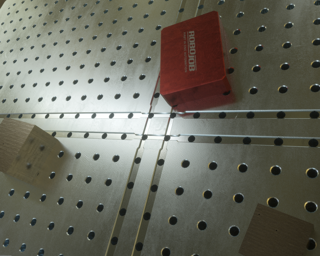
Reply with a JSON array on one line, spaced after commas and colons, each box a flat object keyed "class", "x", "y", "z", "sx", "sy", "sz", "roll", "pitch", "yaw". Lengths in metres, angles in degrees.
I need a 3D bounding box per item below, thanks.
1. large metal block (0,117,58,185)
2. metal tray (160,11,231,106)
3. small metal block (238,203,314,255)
[{"class": "large metal block", "x": -0.224, "y": 0.035, "z": 0.489, "sx": 0.080, "sy": 0.050, "sz": 0.080, "roll": 11, "pitch": 67, "yaw": 33}, {"class": "metal tray", "x": 0.047, "y": -0.101, "z": 0.442, "sx": 0.090, "sy": 0.030, "sz": 0.130, "roll": -12, "pitch": 56, "yaw": 21}, {"class": "small metal block", "x": 0.108, "y": 0.105, "z": 0.287, "sx": 0.050, "sy": 0.025, "sz": 0.050, "roll": 17, "pitch": 70, "yaw": 34}]
